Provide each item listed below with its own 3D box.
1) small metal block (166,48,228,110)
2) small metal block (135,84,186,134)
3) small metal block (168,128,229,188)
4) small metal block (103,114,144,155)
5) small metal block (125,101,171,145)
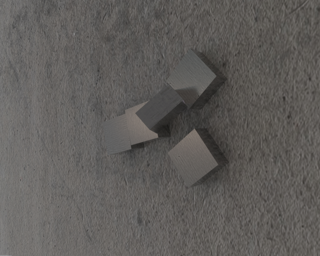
[{"bbox_3d":[0.043,-0.058,0.370,0.050,0.025,0.050,-51,60,27],"label":"small metal block"},{"bbox_3d":[0.003,-0.021,0.368,0.050,0.050,0.025,-41,79,2],"label":"small metal block"},{"bbox_3d":[0.044,0.035,0.368,0.050,0.025,0.050,-45,63,30],"label":"small metal block"},{"bbox_3d":[-0.054,0.010,0.450,0.050,0.025,0.050,-17,79,38],"label":"small metal block"},{"bbox_3d":[-0.017,-0.006,0.419,0.050,0.025,0.050,-17,79,38],"label":"small metal block"}]
